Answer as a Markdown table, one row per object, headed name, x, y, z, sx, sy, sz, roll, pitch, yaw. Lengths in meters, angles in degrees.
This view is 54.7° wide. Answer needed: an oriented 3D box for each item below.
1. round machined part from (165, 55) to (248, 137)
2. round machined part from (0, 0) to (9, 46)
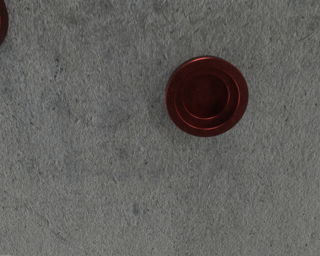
| name | x | y | z | sx | sy | sz | roll | pitch | yaw |
| --- | --- | --- | --- | --- | --- | --- | --- | --- | --- |
| round machined part | 0.056 | -0.041 | 0.386 | 0.099 | 0.042 | 0.097 | 0 | 110 | 0 |
| round machined part | -0.221 | -0.129 | 0.351 | 0.099 | 0.042 | 0.097 | 0 | 110 | 0 |
